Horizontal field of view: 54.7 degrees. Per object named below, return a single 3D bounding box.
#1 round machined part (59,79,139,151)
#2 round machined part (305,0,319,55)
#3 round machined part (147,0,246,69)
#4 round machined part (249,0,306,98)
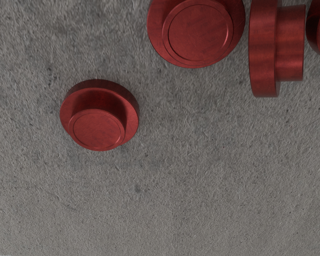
[{"bbox_3d":[-0.076,-0.009,0.388,0.099,0.042,0.097,0,130,0],"label":"round machined part"},{"bbox_3d":[0.185,-0.112,0.295,0.099,0.042,0.097,-6,128,-8],"label":"round machined part"},{"bbox_3d":[0.036,-0.102,0.310,0.099,0.042,0.097,0,130,0],"label":"round machined part"},{"bbox_3d":[0.112,-0.077,0.289,0.042,0.098,0.098,2,133,24],"label":"round machined part"}]
